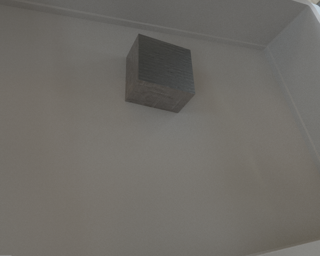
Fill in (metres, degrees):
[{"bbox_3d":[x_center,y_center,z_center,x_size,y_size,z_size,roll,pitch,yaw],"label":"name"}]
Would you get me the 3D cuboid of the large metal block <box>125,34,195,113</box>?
[{"bbox_3d":[-0.002,-0.075,0.434,0.081,0.050,0.080,11,57,-22],"label":"large metal block"}]
